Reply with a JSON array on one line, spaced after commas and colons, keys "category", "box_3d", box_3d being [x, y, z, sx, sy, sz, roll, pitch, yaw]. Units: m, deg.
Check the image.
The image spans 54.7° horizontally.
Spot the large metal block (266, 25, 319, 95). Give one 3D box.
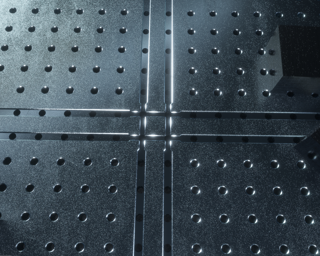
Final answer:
[{"category": "large metal block", "box_3d": [0.201, -0.094, 0.435, 0.081, 0.050, 0.080, 3, 70, 0]}]

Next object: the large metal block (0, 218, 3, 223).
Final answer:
[{"category": "large metal block", "box_3d": [-0.240, 0.100, 0.343, 0.080, 0.080, 0.050, 31, 73, 10]}]

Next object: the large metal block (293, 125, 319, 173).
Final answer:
[{"category": "large metal block", "box_3d": [0.237, 0.023, 0.393, 0.080, 0.050, 0.080, -37, 75, -13]}]
